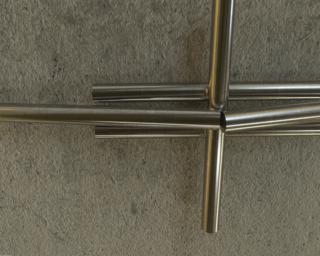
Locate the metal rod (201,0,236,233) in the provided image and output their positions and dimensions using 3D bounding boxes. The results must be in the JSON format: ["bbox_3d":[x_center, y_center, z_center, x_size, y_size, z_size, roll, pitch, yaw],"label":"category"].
[{"bbox_3d":[0.070,0.001,0.386,0.025,0.025,0.298,0,110,0],"label":"metal rod"}]

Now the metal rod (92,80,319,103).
[{"bbox_3d":[0.067,-0.046,0.394,0.302,0.025,0.025,-1,110,-1],"label":"metal rod"}]

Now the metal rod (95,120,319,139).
[{"bbox_3d":[0.067,0.000,0.411,0.302,0.025,0.025,-1,110,-1],"label":"metal rod"}]

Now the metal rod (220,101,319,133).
[{"bbox_3d":[0.220,-0.023,0.379,0.302,0.025,0.025,-6,111,-9],"label":"metal rod"}]

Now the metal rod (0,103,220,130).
[{"bbox_3d":[-0.080,-0.015,0.377,0.302,0.025,0.025,2,111,9],"label":"metal rod"}]
